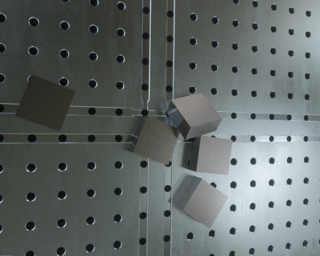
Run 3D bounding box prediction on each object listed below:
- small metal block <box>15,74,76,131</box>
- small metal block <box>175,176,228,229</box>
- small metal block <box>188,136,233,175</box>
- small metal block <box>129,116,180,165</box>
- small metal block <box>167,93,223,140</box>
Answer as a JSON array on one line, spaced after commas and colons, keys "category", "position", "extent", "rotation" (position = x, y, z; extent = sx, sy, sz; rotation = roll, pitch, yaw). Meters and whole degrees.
[{"category": "small metal block", "position": [-0.133, -0.028, 0.363], "extent": [0.050, 0.025, 0.050], "rotation": [21, 83, -19]}, {"category": "small metal block", "position": [0.059, 0.103, 0.434], "extent": [0.050, 0.025, 0.050], "rotation": [37, 78, -16]}, {"category": "small metal block", "position": [0.071, 0.038, 0.439], "extent": [0.050, 0.025, 0.050], "rotation": [9, 87, -20]}, {"category": "small metal block", "position": [-0.007, 0.016, 0.410], "extent": [0.050, 0.025, 0.050], "rotation": [22, 83, -19]}, {"category": "small metal block", "position": [0.045, -0.016, 0.412], "extent": [0.050, 0.025, 0.050], "rotation": [-15, 55, -27]}]
